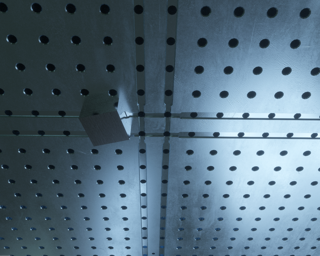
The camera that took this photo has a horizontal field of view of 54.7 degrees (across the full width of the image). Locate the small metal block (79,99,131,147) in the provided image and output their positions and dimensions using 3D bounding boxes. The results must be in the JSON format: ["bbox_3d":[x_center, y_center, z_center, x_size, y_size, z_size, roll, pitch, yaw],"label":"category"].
[{"bbox_3d":[-0.071,-0.006,0.405,0.050,0.025,0.050,-11,130,9],"label":"small metal block"}]
